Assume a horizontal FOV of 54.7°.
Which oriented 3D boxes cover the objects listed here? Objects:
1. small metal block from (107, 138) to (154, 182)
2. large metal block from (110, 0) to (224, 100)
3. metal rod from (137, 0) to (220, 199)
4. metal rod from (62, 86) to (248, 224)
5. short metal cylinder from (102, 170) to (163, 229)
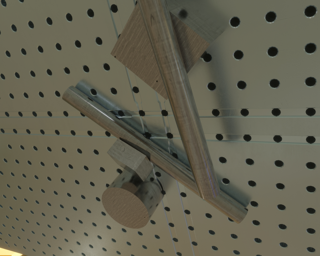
[{"bbox_3d":[-0.041,0.046,0.439,0.050,0.025,0.050,29,163,23],"label":"small metal block"},{"bbox_3d":[0.007,-0.092,0.334,0.080,0.050,0.080,40,129,1],"label":"large metal block"},{"bbox_3d":[0.013,-0.055,0.304,0.025,0.025,0.298,-5,116,30],"label":"metal rod"},{"bbox_3d":[-0.010,0.035,0.436,0.301,0.025,0.025,35,129,4],"label":"metal rod"},{"bbox_3d":[-0.043,0.109,0.483,0.080,0.050,0.079,13,124,20],"label":"short metal cylinder"}]
